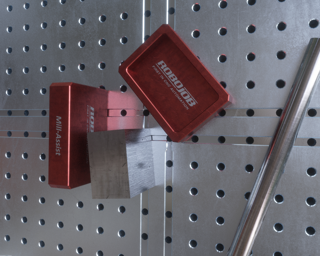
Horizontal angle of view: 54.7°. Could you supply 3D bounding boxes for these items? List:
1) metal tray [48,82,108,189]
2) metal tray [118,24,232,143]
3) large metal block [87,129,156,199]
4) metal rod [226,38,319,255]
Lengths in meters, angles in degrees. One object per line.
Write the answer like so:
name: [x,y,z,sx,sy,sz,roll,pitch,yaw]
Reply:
metal tray: [-0.107,0.009,0.415,0.030,0.090,0.129,1,90,20]
metal tray: [0.018,-0.057,0.403,0.090,0.030,0.130,-41,77,15]
large metal block: [-0.047,0.043,0.400,0.050,0.080,0.080,-6,88,20]
metal rod: [0.134,0.043,0.365,0.025,0.025,0.298,21,97,18]
